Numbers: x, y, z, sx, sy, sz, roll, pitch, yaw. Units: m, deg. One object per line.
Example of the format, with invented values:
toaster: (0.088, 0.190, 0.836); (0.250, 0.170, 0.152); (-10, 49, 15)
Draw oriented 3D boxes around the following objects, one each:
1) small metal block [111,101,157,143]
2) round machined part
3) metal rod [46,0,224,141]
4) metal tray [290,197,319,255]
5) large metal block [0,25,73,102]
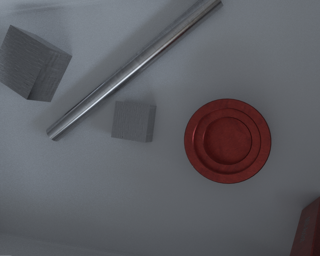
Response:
small metal block: (-0.035, -0.009, 0.422); (0.050, 0.025, 0.050); (8, 93, 19)
round machined part: (0.082, 0.015, 0.372); (0.098, 0.042, 0.097); (0, 90, 19)
metal rod: (-0.045, -0.076, 0.425); (0.300, 0.025, 0.025); (-37, 79, 16)
metal tray: (0.174, 0.129, 0.292); (0.090, 0.131, 0.030); (44, 120, 14)
large metal block: (-0.193, -0.094, 0.463); (0.080, 0.050, 0.080); (32, 100, 17)
